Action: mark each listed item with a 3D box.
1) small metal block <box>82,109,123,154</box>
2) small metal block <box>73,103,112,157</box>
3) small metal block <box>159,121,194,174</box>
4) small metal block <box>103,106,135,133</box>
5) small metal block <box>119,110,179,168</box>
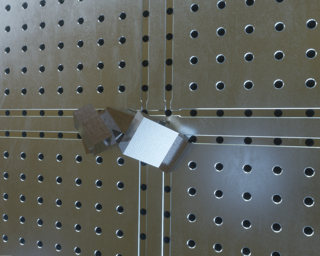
[{"bbox_3d":[-0.085,0.005,0.441,0.050,0.025,0.050,-20,83,18],"label":"small metal block"},{"bbox_3d":[-0.087,0.003,0.399,0.025,0.050,0.050,-30,78,-22],"label":"small metal block"},{"bbox_3d":[0.007,0.024,0.409,0.050,0.025,0.050,37,102,16],"label":"small metal block"},{"bbox_3d":[-0.041,-0.008,0.413,0.050,0.050,0.025,20,97,18],"label":"small metal block"},{"bbox_3d":[-0.014,0.014,0.375,0.050,0.025,0.050,25,101,-27],"label":"small metal block"}]
